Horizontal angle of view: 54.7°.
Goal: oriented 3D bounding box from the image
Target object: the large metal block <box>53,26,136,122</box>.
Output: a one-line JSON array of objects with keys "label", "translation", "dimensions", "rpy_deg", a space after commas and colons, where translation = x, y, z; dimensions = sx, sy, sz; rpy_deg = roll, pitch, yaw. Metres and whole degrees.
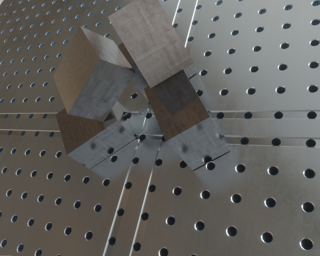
[{"label": "large metal block", "translation": [-0.086, -0.068, 0.393], "dimensions": [0.080, 0.050, 0.080], "rpy_deg": [-53, 47, 23]}]

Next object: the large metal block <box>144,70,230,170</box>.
[{"label": "large metal block", "translation": [0.032, -0.009, 0.359], "dimensions": [0.050, 0.080, 0.080], "rpy_deg": [-30, 52, 9]}]

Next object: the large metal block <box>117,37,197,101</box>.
[{"label": "large metal block", "translation": [-0.007, -0.091, 0.429], "dimensions": [0.080, 0.080, 0.050], "rpy_deg": [-36, 52, 4]}]

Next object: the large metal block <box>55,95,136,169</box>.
[{"label": "large metal block", "translation": [-0.092, -0.003, 0.440], "dimensions": [0.080, 0.050, 0.080], "rpy_deg": [-34, 52, 5]}]

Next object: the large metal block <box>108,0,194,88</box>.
[{"label": "large metal block", "translation": [-0.010, -0.092, 0.343], "dimensions": [0.050, 0.080, 0.080], "rpy_deg": [-31, 9, 3]}]
